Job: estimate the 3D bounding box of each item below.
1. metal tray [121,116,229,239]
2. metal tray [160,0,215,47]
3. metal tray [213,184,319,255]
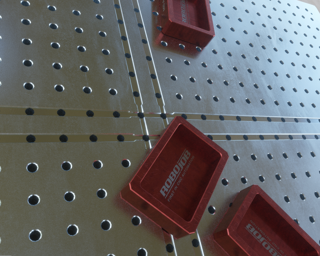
[{"bbox_3d":[0.024,0.056,0.385,0.090,0.030,0.130,38,51,-3],"label":"metal tray"},{"bbox_3d":[0.047,-0.214,0.563,0.091,0.030,0.130,11,57,-22],"label":"metal tray"},{"bbox_3d":[0.141,0.148,0.392,0.130,0.030,0.090,45,51,3],"label":"metal tray"}]
